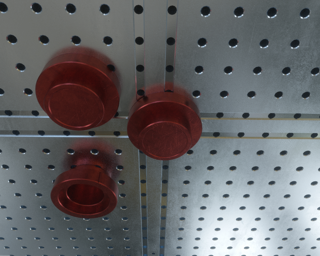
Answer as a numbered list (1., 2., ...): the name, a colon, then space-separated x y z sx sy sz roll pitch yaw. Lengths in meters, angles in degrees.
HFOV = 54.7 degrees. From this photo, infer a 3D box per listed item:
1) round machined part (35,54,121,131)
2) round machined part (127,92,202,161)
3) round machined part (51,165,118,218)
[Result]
1. round machined part: -0.098 -0.035 0.369 0.099 0.042 0.097 -1 130 0
2. round machined part: 0.006 0.005 0.405 0.099 0.042 0.097 -1 130 0
3. round machined part: -0.114 0.094 0.479 0.099 0.042 0.097 -1 130 0
